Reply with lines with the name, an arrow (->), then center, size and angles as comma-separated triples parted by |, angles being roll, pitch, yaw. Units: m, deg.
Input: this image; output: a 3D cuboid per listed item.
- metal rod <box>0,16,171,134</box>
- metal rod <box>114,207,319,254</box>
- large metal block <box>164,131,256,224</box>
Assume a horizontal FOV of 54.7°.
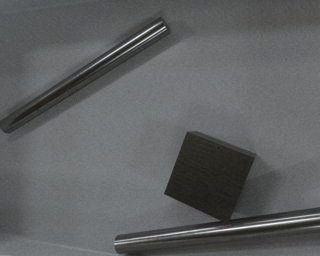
metal rod -> -0.119, -0.069, 0.451 | 0.300, 0.025, 0.025 | -28, 81, 17
metal rod -> 0.074, 0.122, 0.365 | 0.300, 0.025, 0.025 | -17, 85, 25
large metal block -> 0.062, 0.055, 0.375 | 0.080, 0.050, 0.080 | 22, 97, 18
